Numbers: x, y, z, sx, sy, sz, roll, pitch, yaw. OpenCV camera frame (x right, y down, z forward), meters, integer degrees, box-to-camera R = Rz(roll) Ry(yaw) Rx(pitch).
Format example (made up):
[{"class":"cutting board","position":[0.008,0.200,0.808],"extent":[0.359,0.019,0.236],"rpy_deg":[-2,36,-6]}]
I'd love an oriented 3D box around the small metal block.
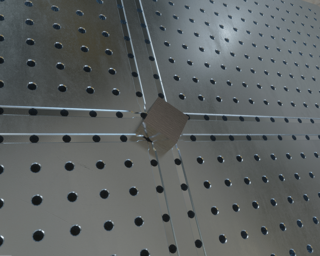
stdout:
[{"class":"small metal block","position":[0.004,-0.006,0.413],"extent":[0.050,0.025,0.050],"rpy_deg":[34,52,-7]}]
